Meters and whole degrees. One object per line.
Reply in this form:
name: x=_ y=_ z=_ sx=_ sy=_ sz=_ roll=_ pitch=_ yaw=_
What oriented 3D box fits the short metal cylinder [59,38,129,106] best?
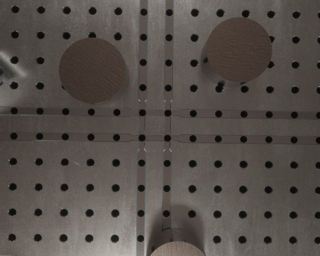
short metal cylinder: x=-0.082 y=-0.070 z=0.400 sx=0.081 sy=0.050 sz=0.079 roll=0 pitch=90 yaw=-1

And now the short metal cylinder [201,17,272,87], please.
short metal cylinder: x=0.097 y=-0.095 z=0.402 sx=0.081 sy=0.050 sz=0.079 roll=0 pitch=90 yaw=-1

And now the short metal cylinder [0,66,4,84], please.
short metal cylinder: x=-0.245 y=-0.066 z=0.383 sx=0.050 sy=0.080 sz=0.080 roll=44 pitch=90 yaw=-1

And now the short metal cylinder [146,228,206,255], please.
short metal cylinder: x=0.021 y=0.177 z=0.401 sx=0.081 sy=0.050 sz=0.079 roll=0 pitch=90 yaw=-1
